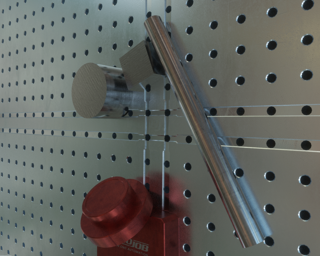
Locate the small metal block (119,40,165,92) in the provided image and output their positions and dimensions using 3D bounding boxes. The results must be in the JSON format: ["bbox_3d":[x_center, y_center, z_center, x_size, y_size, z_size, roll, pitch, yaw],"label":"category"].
[{"bbox_3d":[-0.025,-0.084,0.428,0.050,0.025,0.050,-27,73,36],"label":"small metal block"}]

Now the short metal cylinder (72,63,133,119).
[{"bbox_3d":[-0.087,-0.054,0.462,0.080,0.050,0.079,0,90,39],"label":"short metal cylinder"}]

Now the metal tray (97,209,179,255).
[{"bbox_3d":[-0.035,0.158,0.433,0.130,0.030,0.089,-1,90,39],"label":"metal tray"}]

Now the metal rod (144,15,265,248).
[{"bbox_3d":[0.044,-0.010,0.371,0.025,0.025,0.299,-35,69,34],"label":"metal rod"}]

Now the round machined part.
[{"bbox_3d":[-0.063,0.103,0.409,0.098,0.098,0.042,-1,129,39],"label":"round machined part"}]
